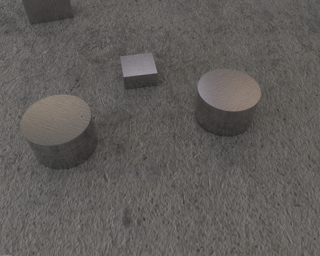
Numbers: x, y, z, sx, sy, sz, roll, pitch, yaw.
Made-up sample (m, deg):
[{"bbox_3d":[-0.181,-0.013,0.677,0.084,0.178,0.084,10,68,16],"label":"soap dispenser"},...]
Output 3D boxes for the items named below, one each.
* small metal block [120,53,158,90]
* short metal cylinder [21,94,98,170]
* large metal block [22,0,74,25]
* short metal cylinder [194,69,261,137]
[{"bbox_3d":[-0.033,-0.088,0.477,0.050,0.025,0.050,-8,51,-7],"label":"small metal block"},{"bbox_3d":[-0.122,0.004,0.382,0.081,0.050,0.080,0,50,0],"label":"short metal cylinder"},{"bbox_3d":[-0.212,-0.246,0.573,0.081,0.080,0.050,-14,52,-12],"label":"large metal block"},{"bbox_3d":[0.089,-0.035,0.417,0.081,0.050,0.080,0,50,0],"label":"short metal cylinder"}]
